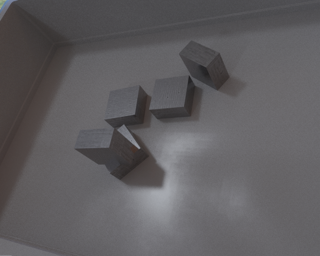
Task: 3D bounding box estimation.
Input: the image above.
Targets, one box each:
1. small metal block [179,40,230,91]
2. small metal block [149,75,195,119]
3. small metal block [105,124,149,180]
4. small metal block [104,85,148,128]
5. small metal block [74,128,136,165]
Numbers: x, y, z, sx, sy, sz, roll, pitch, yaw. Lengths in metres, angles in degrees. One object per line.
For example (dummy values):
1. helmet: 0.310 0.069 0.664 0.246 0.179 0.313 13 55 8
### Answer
1. small metal block: 0.059 -0.082 0.409 0.025 0.050 0.050 -48 51 -5
2. small metal block: 0.017 -0.042 0.422 0.050 0.025 0.050 -3 60 26
3. small metal block: -0.051 0.032 0.413 0.050 0.025 0.050 -39 51 1
4. small metal block: -0.049 -0.031 0.451 0.050 0.025 0.050 -8 58 24
5. small metal block: -0.066 0.024 0.378 0.050 0.050 0.025 -3 60 26
